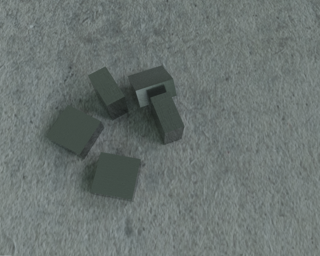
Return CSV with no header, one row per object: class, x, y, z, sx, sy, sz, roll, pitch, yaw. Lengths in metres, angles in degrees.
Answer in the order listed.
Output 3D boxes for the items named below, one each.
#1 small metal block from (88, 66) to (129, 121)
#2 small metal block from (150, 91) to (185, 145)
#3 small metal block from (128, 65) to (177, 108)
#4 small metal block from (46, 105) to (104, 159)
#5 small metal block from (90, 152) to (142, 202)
small metal block,-0.067,-0.044,0.410,0.025,0.050,0.050,-30,73,-10
small metal block,0.009,-0.011,0.399,0.025,0.050,0.050,-20,72,-7
small metal block,-0.011,-0.057,0.416,0.050,0.025,0.050,-19,35,-7
small metal block,-0.110,0.005,0.405,0.050,0.025,0.050,26,72,9
small metal block,-0.053,0.061,0.385,0.050,0.025,0.050,10,70,3
